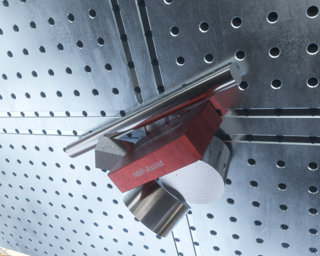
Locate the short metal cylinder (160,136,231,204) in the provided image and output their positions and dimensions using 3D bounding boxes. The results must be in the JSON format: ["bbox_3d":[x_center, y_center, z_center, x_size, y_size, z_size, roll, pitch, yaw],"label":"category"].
[{"bbox_3d":[0.045,0.050,0.391,0.080,0.050,0.079,12,131,14],"label":"short metal cylinder"}]

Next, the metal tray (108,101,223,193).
[{"bbox_3d":[0.005,0.024,0.377,0.130,0.090,0.030,-30,102,37],"label":"metal tray"}]

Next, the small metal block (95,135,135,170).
[{"bbox_3d":[-0.066,0.040,0.449,0.050,0.025,0.050,12,142,-1],"label":"small metal block"}]

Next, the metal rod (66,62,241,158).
[{"bbox_3d":[-0.031,-0.011,0.416,0.299,0.025,0.025,-23,106,36],"label":"metal rod"}]

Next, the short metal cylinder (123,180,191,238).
[{"bbox_3d":[-0.004,0.104,0.428,0.080,0.080,0.050,40,88,0],"label":"short metal cylinder"}]
